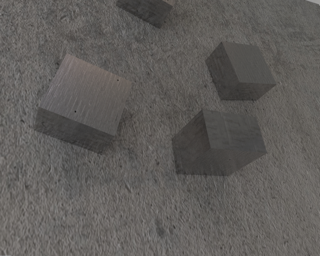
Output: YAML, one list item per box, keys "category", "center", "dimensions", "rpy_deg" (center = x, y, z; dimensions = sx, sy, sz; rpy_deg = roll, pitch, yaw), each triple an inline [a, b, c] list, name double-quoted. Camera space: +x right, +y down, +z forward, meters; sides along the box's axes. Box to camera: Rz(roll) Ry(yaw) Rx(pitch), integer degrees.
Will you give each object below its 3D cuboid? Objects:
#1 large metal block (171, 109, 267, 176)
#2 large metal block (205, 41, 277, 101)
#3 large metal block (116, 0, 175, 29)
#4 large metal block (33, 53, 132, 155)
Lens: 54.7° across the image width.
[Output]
- category: "large metal block"
  center: [0.071, 0.023, 0.393]
  dimensions: [0.081, 0.080, 0.050]
  rpy_deg: [6, 59, -25]
- category: "large metal block"
  center: [0.133, -0.093, 0.516]
  dimensions: [0.081, 0.050, 0.080]
  rpy_deg: [-2, 63, -29]
- category: "large metal block"
  center: [-0.017, -0.225, 0.516]
  dimensions: [0.080, 0.050, 0.080]
  rpy_deg: [25, 53, -13]
- category: "large metal block"
  center: [-0.087, -0.026, 0.357]
  dimensions: [0.080, 0.050, 0.080]
  rpy_deg: [23, 53, -15]
